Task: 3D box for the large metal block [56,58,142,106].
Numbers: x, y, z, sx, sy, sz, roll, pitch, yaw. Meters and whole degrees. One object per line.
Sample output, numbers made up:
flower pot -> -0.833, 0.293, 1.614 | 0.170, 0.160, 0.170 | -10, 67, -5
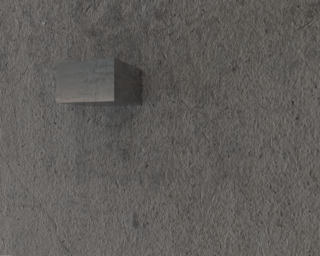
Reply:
large metal block -> -0.077, -0.056, 0.407 | 0.080, 0.080, 0.050 | 0, 90, 20
